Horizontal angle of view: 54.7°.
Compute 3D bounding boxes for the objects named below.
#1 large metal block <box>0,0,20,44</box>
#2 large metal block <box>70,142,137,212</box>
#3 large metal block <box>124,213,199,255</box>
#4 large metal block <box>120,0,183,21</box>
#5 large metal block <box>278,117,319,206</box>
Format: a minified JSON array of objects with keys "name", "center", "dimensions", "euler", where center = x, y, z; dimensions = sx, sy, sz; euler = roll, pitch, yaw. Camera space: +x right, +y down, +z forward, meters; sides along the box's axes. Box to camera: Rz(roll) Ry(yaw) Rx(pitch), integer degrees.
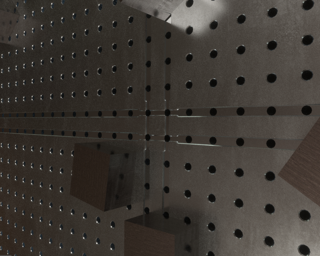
[{"name":"large metal block","center":[-0.364,-0.249,0.688],"dimensions":[0.080,0.050,0.080],"euler":[-48,62,29]},{"name":"large metal block","center":[-0.086,0.068,0.461],"dimensions":[0.080,0.050,0.079],"euler":[12,98,39]},{"name":"large metal block","center":[0.001,0.159,0.390],"dimensions":[0.080,0.050,0.079],"euler":[1,91,39]},{"name":"large metal block","center":[-0.020,-0.192,0.388],"dimensions":[0.050,0.081,0.080],"euler":[-39,66,33]},{"name":"large metal block","center":[0.163,0.031,0.258],"dimensions":[0.080,0.050,0.079],"euler":[41,115,32]}]
